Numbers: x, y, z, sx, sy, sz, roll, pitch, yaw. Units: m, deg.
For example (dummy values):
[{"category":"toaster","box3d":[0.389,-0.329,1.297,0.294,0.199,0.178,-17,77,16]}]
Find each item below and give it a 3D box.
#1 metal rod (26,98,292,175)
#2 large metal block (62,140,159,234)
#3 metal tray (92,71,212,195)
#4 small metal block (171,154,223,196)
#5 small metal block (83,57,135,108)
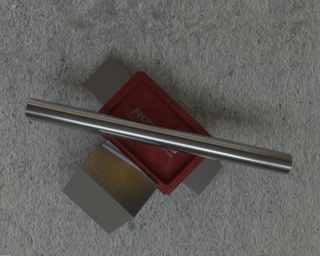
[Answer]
[{"category":"metal rod","box3d":[0.000,0.010,0.356,0.302,0.025,0.025,12,90,-1]},{"category":"large metal block","box3d":[-0.062,0.073,0.374,0.080,0.080,0.050,43,48,0]},{"category":"metal tray","box3d":[-0.008,0.006,0.383,0.130,0.030,0.090,44,90,-1]},{"category":"small metal block","box3d":[0.046,0.053,0.411,0.050,0.025,0.050,39,90,-1]},{"category":"small metal block","box3d":[-0.064,-0.057,0.410,0.050,0.025,0.050,45,90,-1]}]
